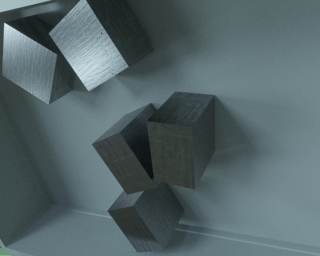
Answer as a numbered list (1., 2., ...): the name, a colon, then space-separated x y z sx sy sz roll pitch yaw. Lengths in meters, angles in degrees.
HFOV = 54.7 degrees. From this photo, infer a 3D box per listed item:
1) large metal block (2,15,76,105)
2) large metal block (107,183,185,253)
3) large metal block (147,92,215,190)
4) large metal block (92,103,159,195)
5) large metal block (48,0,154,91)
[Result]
1. large metal block: -0.160 -0.092 0.418 0.080 0.050 0.079 32 128 7
2. large metal block: -0.017 0.122 0.456 0.050 0.080 0.080 -21 108 35
3. large metal block: 0.029 0.011 0.364 0.050 0.080 0.079 8 122 24
4. large metal block: -0.027 0.026 0.402 0.050 0.080 0.080 -22 107 36
5. large metal block: -0.068 -0.100 0.358 0.080 0.050 0.080 -19 109 44
